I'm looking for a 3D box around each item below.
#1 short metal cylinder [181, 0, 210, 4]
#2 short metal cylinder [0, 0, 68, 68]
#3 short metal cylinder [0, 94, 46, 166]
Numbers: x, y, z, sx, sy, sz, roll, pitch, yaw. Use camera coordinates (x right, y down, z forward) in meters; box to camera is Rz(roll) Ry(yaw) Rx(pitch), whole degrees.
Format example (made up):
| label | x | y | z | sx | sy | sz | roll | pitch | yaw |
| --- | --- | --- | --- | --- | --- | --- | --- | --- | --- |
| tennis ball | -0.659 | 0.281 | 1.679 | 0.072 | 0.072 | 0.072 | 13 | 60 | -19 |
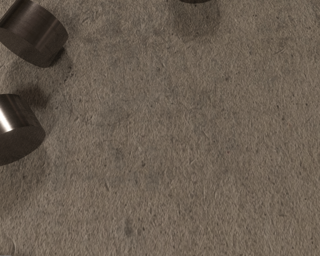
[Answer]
| label | x | y | z | sx | sy | sz | roll | pitch | yaw |
| --- | --- | --- | --- | --- | --- | --- | --- | --- | --- |
| short metal cylinder | 0.057 | -0.236 | 0.466 | 0.081 | 0.080 | 0.050 | -3 | 70 | -2 |
| short metal cylinder | -0.175 | -0.127 | 0.423 | 0.080 | 0.080 | 0.050 | 25 | 72 | 8 |
| short metal cylinder | -0.189 | 0.004 | 0.375 | 0.080 | 0.080 | 0.050 | -33 | 74 | -12 |
